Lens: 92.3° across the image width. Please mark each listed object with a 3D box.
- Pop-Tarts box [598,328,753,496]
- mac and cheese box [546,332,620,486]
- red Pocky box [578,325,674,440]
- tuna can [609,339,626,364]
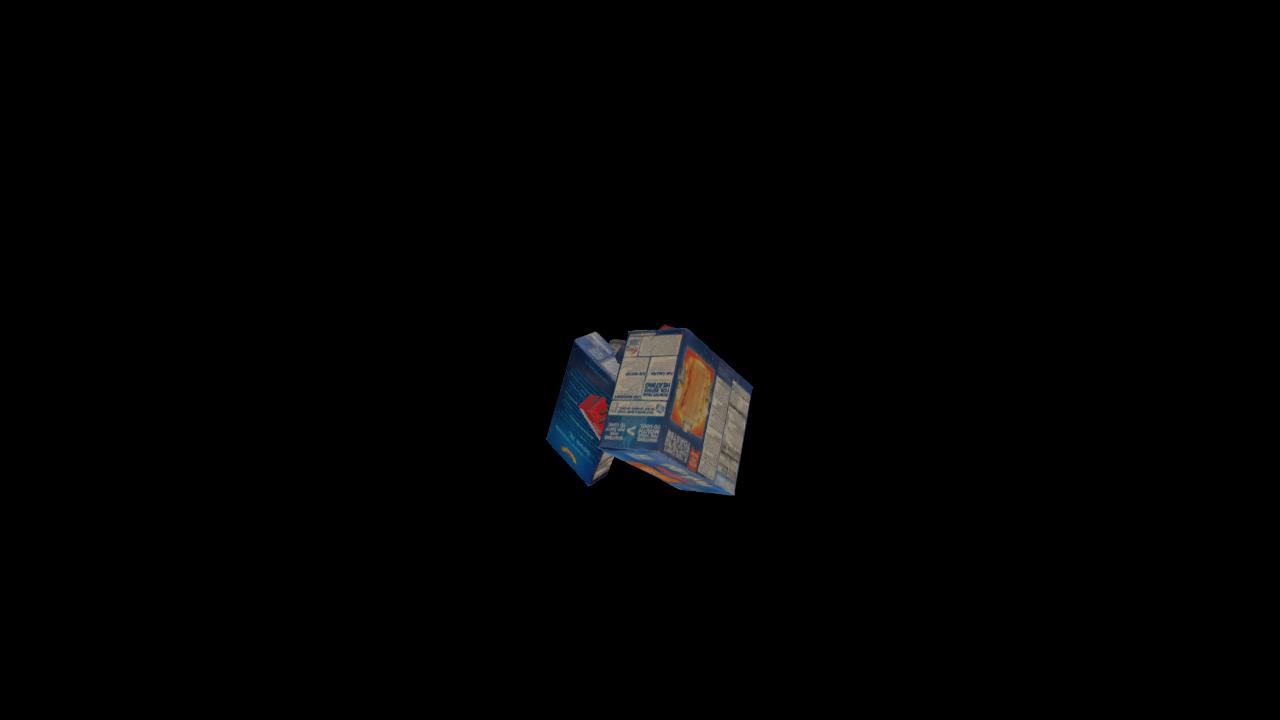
[{"bbox_3d":[0.048,0.063,0.703,0.083,0.141,0.167,-3,-26,37],"label":"Pop-Tarts box"},{"bbox_3d":[-0.059,0.064,0.755,0.093,0.184,0.041,42,45,22],"label":"mac and cheese box"},{"bbox_3d":[0.003,0.036,0.744,0.155,0.083,0.028,-44,36,-22],"label":"red Pocky box"},{"bbox_3d":[-0.009,0.013,0.734,0.084,0.034,0.084,27,-21,11],"label":"tuna can"}]
